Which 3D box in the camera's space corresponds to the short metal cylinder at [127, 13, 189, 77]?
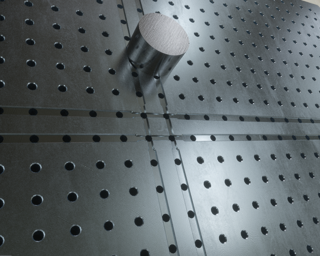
[{"bbox_3d":[-0.003,-0.125,0.466,0.081,0.050,0.080,13,56,-21],"label":"short metal cylinder"}]
